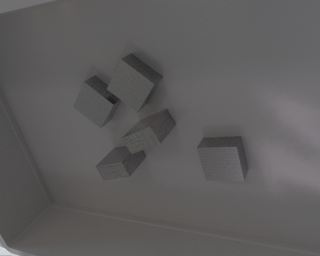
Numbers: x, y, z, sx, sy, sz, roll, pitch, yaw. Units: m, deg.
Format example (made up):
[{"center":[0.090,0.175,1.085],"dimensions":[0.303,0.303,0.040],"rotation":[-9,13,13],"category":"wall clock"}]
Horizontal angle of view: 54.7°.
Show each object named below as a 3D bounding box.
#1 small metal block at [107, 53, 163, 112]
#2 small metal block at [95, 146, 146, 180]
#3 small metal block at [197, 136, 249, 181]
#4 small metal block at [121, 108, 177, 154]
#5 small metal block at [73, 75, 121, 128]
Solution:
[{"center":[-0.032,-0.057,0.391],"dimensions":[0.050,0.025,0.050],"rotation":[37,129,3],"category":"small metal block"},{"center":[-0.056,0.049,0.453],"dimensions":[0.050,0.050,0.025],"rotation":[-13,112,33],"category":"small metal block"},{"center":[0.080,0.039,0.391],"dimensions":[0.050,0.025,0.050],"rotation":[-4,117,30],"category":"small metal block"},{"center":[-0.014,0.004,0.402],"dimensions":[0.050,0.050,0.025],"rotation":[-22,107,36],"category":"small metal block"},{"center":[-0.087,-0.036,0.432],"dimensions":[0.050,0.025,0.050],"rotation":[38,129,2],"category":"small metal block"}]
